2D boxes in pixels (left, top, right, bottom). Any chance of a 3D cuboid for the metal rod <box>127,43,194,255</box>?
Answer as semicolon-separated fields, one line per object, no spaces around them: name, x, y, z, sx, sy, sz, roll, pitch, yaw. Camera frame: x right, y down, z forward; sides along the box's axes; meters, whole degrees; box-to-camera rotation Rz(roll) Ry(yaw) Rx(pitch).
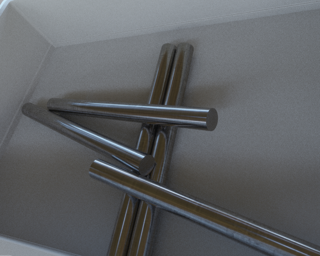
metal rod;0.006;0.015;0.388;0.025;0.025;0.300;-1;61;27

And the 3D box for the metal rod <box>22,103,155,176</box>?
metal rod;-0.123;0.005;0.447;0.300;0.025;0.025;19;72;40

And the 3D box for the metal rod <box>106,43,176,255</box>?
metal rod;-0.016;0.013;0.401;0.025;0.025;0.300;-1;61;27

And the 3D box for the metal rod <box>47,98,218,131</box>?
metal rod;-0.061;-0.023;0.423;0.300;0.025;0.025;7;65;38

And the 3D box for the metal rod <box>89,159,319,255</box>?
metal rod;0.051;0.087;0.301;0.300;0.025;0.025;17;70;28
